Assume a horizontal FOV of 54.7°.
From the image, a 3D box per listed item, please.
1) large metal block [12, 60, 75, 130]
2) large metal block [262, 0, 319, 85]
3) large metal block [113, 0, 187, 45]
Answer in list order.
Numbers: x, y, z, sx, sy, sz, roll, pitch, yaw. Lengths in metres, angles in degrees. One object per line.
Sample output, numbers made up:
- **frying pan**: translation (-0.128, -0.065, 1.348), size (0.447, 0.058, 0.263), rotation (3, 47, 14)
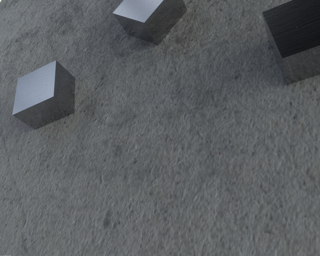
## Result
- **large metal block**: translation (-0.192, -0.055, 0.520), size (0.080, 0.050, 0.080), rotation (-21, 54, 15)
- **large metal block**: translation (0.175, -0.108, 0.362), size (0.080, 0.050, 0.080), rotation (-18, 55, 17)
- **large metal block**: translation (-0.016, -0.193, 0.513), size (0.080, 0.050, 0.080), rotation (31, 78, 37)
